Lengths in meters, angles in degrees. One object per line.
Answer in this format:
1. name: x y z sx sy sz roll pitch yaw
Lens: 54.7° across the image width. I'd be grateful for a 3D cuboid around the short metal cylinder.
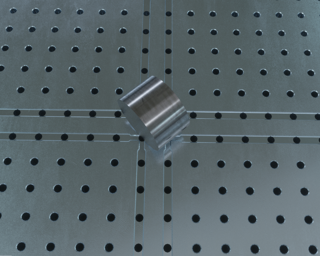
1. short metal cylinder: -0.008 -0.018 0.388 0.050 0.080 0.080 -39 75 -13
